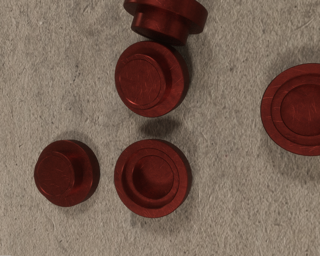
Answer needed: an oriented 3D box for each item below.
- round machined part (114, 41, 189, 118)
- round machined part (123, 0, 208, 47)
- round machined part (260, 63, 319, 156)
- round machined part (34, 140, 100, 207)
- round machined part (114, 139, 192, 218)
[{"bbox_3d":[-0.016,-0.060,0.392,0.098,0.042,0.097,7,108,23],"label":"round machined part"},{"bbox_3d":[0.004,-0.128,0.368,0.098,0.098,0.042,19,96,18],"label":"round machined part"},{"bbox_3d":[0.163,-0.019,0.343,0.098,0.042,0.097,0,90,19],"label":"round machined part"},{"bbox_3d":[-0.141,0.066,0.448,0.098,0.042,0.097,0,90,19],"label":"round machined part"},{"bbox_3d":[-0.006,0.063,0.401,0.098,0.042,0.097,0,90,19],"label":"round machined part"}]
